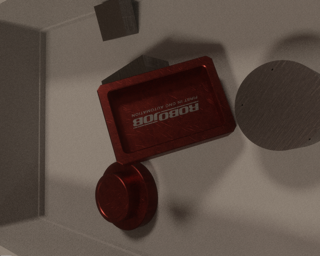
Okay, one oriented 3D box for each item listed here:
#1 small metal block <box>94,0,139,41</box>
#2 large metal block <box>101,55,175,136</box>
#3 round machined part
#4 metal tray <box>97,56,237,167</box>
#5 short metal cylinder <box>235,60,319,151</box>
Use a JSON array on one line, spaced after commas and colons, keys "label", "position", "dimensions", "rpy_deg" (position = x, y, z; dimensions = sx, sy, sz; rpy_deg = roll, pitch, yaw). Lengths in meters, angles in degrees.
[{"label": "small metal block", "position": [-0.063, -0.156, 0.446], "dimensions": [0.050, 0.025, 0.050], "rpy_deg": [1, 111, 40]}, {"label": "large metal block", "position": [-0.025, -0.039, 0.409], "dimensions": [0.080, 0.050, 0.080], "rpy_deg": [-23, 76, 37]}, {"label": "round machined part", "position": [-0.054, 0.096, 0.438], "dimensions": [0.098, 0.042, 0.097], "rpy_deg": [0, 90, 39]}, {"label": "metal tray", "position": [0.006, -0.018, 0.343], "dimensions": [0.131, 0.030, 0.090], "rpy_deg": [-17, 79, -4]}, {"label": "short metal cylinder", "position": [0.119, -0.020, 0.292], "dimensions": [0.080, 0.050, 0.079], "rpy_deg": [0, 90, 39]}]
